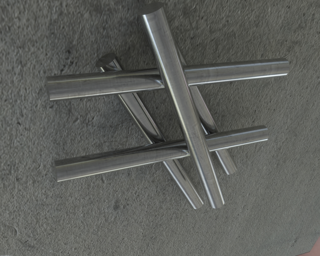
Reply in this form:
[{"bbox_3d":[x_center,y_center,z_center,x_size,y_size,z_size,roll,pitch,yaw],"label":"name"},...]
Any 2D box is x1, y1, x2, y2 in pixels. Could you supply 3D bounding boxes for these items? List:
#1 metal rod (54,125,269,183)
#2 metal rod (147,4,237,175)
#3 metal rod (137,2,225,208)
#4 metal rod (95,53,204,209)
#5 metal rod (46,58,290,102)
[{"bbox_3d":[0.020,0.028,0.406,0.303,0.025,0.025,-9,122,-24],"label":"metal rod"},{"bbox_3d":[0.052,-0.029,0.420,0.025,0.025,0.299,-37,130,-4],"label":"metal rod"},{"bbox_3d":[0.038,0.001,0.367,0.025,0.025,0.299,-31,129,-9],"label":"metal rod"},{"bbox_3d":[0.002,0.026,0.426,0.025,0.025,0.299,-35,129,-5],"label":"metal rod"},{"bbox_3d":[0.029,-0.060,0.357,0.303,0.025,0.025,-9,123,-24],"label":"metal rod"}]
